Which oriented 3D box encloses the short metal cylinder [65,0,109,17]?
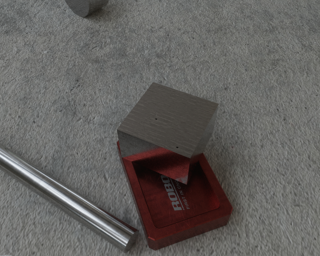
[{"bbox_3d":[-0.142,-0.258,0.584,0.080,0.080,0.050,33,58,24],"label":"short metal cylinder"}]

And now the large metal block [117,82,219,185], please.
[{"bbox_3d":[0.010,0.003,0.344,0.080,0.050,0.080,21,53,16],"label":"large metal block"}]

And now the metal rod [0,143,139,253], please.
[{"bbox_3d":[-0.155,0.052,0.358,0.301,0.025,0.025,26,55,20],"label":"metal rod"}]

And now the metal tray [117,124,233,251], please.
[{"bbox_3d":[0.011,0.058,0.350,0.091,0.030,0.130,-15,52,-13],"label":"metal tray"}]
